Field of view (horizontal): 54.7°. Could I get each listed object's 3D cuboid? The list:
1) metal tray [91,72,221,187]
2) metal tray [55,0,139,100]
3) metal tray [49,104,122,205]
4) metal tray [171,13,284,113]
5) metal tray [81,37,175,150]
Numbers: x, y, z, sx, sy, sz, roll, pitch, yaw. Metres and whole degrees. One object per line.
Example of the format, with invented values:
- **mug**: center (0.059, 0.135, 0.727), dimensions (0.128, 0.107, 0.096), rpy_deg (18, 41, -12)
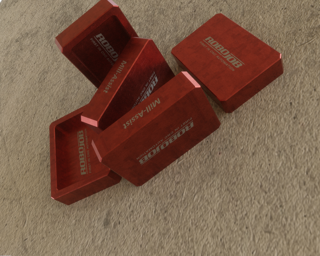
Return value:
- **metal tray**: center (0.000, 0.006, 0.359), dimensions (0.130, 0.090, 0.030), rpy_deg (-37, 51, 3)
- **metal tray**: center (-0.068, -0.101, 0.434), dimensions (0.090, 0.130, 0.030), rpy_deg (-40, 52, 1)
- **metal tray**: center (-0.109, 0.031, 0.438), dimensions (0.090, 0.030, 0.130), rpy_deg (-25, 53, 12)
- **metal tray**: center (0.085, -0.091, 0.412), dimensions (0.090, 0.030, 0.130), rpy_deg (-38, 51, 2)
- **metal tray**: center (-0.035, -0.041, 0.405), dimensions (0.030, 0.090, 0.130), rpy_deg (18, 71, 35)
